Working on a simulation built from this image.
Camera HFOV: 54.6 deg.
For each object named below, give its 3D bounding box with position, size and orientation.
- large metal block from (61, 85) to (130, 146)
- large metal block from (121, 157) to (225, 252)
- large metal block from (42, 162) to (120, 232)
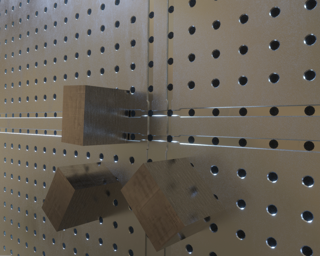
[{"bbox_3d":[-0.092,-0.018,0.451,0.050,0.081,0.080,5,94,40],"label":"large metal block"},{"bbox_3d":[0.015,0.084,0.362,0.050,0.081,0.080,-51,60,28],"label":"large metal block"},{"bbox_3d":[-0.121,0.102,0.475,0.050,0.081,0.080,41,115,32],"label":"large metal block"}]
